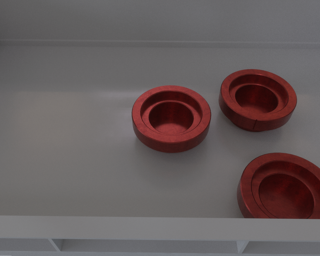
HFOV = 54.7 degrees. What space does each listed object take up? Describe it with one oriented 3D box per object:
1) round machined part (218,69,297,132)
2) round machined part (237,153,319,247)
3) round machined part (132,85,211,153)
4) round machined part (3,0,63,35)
[{"bbox_3d":[0.129,-0.033,0.422,0.099,0.042,0.098,0,50,0],"label":"round machined part"},{"bbox_3d":[0.131,0.078,0.329,0.099,0.042,0.098,0,50,0],"label":"round machined part"},{"bbox_3d":[0.014,-0.007,0.400,0.099,0.042,0.098,0,50,0],"label":"round machined part"},{"bbox_3d":[-0.229,-0.208,0.570,0.099,0.042,0.098,0,50,0],"label":"round machined part"}]
